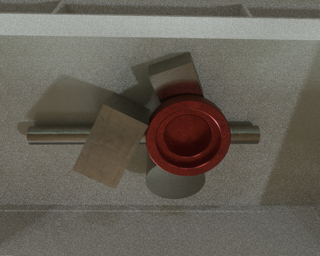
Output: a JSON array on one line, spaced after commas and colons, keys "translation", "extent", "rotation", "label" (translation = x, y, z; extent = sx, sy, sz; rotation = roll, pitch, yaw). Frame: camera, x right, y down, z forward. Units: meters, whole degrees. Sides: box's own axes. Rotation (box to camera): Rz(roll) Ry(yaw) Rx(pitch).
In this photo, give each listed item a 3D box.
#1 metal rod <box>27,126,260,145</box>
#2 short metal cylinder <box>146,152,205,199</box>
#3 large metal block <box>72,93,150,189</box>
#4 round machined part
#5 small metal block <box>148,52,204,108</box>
[{"translation": [-0.021, 0.009, 0.413], "extent": [0.302, 0.025, 0.025], "rotation": [0, 130, -1], "label": "metal rod"}, {"translation": [0.021, 0.056, 0.437], "extent": [0.081, 0.050, 0.079], "rotation": [0, 130, 0], "label": "short metal cylinder"}, {"translation": [-0.053, 0.011, 0.360], "extent": [0.050, 0.080, 0.080], "rotation": [26, 103, -7], "label": "large metal block"}, {"translation": [0.033, 0.006, 0.377], "extent": [0.099, 0.042, 0.097], "rotation": [0, 113, 0], "label": "round machined part"}, {"translation": [0.019, -0.054, 0.362], "extent": [0.050, 0.025, 0.050], "rotation": [-16, 129, 13], "label": "small metal block"}]
